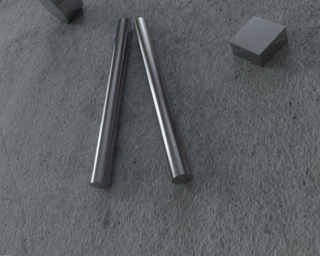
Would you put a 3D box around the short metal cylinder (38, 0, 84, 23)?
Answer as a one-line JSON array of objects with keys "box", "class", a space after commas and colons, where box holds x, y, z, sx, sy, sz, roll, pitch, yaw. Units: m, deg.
[{"box": [-0.205, -0.263, 0.634, 0.080, 0.080, 0.050, 30, 79, 37], "class": "short metal cylinder"}]

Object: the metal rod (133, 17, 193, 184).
[{"box": [-0.004, -0.060, 0.440, 0.025, 0.025, 0.299, -24, 53, 13], "class": "metal rod"}]

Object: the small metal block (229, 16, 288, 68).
[{"box": [0.129, -0.114, 0.406, 0.050, 0.025, 0.050, -46, 52, -5], "class": "small metal block"}]

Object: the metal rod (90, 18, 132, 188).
[{"box": [-0.070, -0.056, 0.472, 0.025, 0.025, 0.299, -10, 57, 22], "class": "metal rod"}]
